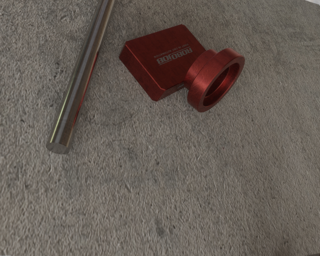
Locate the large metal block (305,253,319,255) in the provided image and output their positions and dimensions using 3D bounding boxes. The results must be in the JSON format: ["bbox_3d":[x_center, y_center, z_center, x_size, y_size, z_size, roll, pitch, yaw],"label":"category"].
[{"bbox_3d":[0.149,0.190,0.333,0.050,0.080,0.080,42,51,1],"label":"large metal block"}]

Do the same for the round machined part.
[{"bbox_3d":[0.072,-0.073,0.443,0.042,0.097,0.099,43,49,20],"label":"round machined part"}]

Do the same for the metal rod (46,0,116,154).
[{"bbox_3d":[-0.094,-0.101,0.414,0.025,0.025,0.300,19,54,-17],"label":"metal rod"}]

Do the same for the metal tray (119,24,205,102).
[{"bbox_3d":[0.015,-0.103,0.472,0.131,0.030,0.090,-31,79,-38],"label":"metal tray"}]
